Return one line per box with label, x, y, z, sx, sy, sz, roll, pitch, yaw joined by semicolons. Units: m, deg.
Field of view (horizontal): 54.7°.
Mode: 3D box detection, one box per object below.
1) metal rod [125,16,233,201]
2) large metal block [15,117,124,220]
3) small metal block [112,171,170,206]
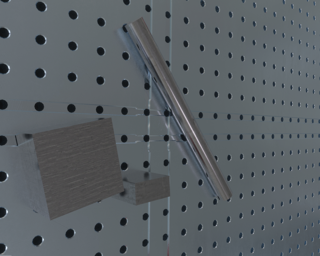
metal rod;0.036;-0.012;0.439;0.025;0.025;0.299;-44;117;-31
large metal block;-0.090;0.036;0.317;0.081;0.050;0.079;-15;100;-39
small metal block;-0.024;0.071;0.373;0.050;0.050;0.025;-4;93;-40
